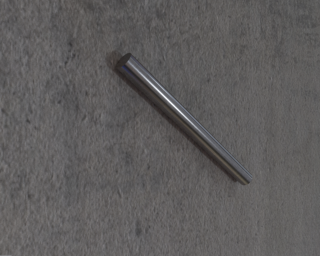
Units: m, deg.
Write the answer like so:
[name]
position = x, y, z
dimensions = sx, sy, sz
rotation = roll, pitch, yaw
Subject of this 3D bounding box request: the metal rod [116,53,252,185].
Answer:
[metal rod]
position = 0.051, 0.003, 0.450
dimensions = 0.300, 0.025, 0.025
rotation = 41, 65, -33
